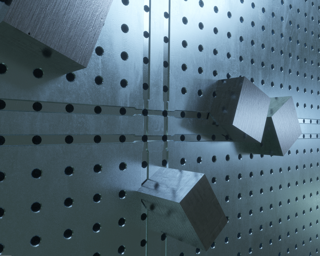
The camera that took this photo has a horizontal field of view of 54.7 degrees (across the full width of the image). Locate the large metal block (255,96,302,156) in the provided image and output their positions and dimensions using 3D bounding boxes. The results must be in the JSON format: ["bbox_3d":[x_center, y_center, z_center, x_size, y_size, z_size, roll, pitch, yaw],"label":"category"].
[{"bbox_3d":[0.214,-0.004,0.576,0.080,0.050,0.080,-37,113,-34],"label":"large metal block"}]

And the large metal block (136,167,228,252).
[{"bbox_3d":[0.029,0.101,0.400,0.050,0.080,0.080,-42,116,-32],"label":"large metal block"}]

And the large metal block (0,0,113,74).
[{"bbox_3d":[-0.105,-0.110,0.306,0.080,0.050,0.080,28,73,-37],"label":"large metal block"}]

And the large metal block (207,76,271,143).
[{"bbox_3d":[0.130,-0.027,0.505,0.080,0.050,0.080,27,73,-37],"label":"large metal block"}]
